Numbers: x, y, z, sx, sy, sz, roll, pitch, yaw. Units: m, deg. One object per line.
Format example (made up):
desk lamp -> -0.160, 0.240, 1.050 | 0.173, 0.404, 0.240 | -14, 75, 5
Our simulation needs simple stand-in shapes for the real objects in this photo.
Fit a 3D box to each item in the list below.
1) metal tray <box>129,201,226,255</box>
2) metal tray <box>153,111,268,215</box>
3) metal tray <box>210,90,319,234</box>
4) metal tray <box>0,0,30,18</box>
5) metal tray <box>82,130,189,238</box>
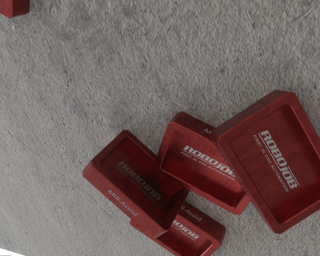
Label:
metal tray -> 0.025, 0.154, 0.485 | 0.130, 0.030, 0.089 | 32, 129, 7
metal tray -> 0.063, 0.046, 0.398 | 0.130, 0.030, 0.089 | 27, 128, 11
metal tray -> 0.125, 0.036, 0.329 | 0.090, 0.030, 0.130 | -33, 102, 1
metal tray -> -0.227, -0.210, 0.394 | 0.130, 0.030, 0.089 | 29, 128, 9
metal tray -> -0.028, 0.073, 0.424 | 0.130, 0.090, 0.030 | 42, 129, -1
